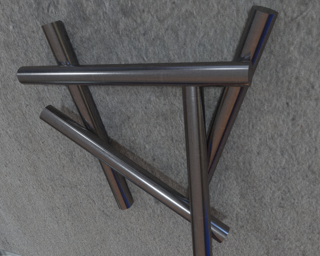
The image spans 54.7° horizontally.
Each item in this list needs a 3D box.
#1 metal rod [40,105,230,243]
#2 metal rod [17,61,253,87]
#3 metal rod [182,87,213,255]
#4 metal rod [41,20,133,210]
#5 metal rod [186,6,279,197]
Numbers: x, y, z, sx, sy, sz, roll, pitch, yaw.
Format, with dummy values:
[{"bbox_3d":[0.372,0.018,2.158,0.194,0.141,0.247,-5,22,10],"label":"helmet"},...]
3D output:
[{"bbox_3d":[-0.038,0.060,0.428,0.301,0.025,0.025,34,129,5],"label":"metal rod"},{"bbox_3d":[-0.049,-0.062,0.359,0.301,0.025,0.025,4,120,25],"label":"metal rod"},{"bbox_3d":[0.049,0.093,0.386,0.025,0.025,0.298,1,103,27],"label":"metal rod"},{"bbox_3d":[-0.098,-0.003,0.454,0.025,0.025,0.298,-4,117,29],"label":"metal rod"},{"bbox_3d":[0.070,0.008,0.374,0.025,0.025,0.298,23,127,14],"label":"metal rod"}]
